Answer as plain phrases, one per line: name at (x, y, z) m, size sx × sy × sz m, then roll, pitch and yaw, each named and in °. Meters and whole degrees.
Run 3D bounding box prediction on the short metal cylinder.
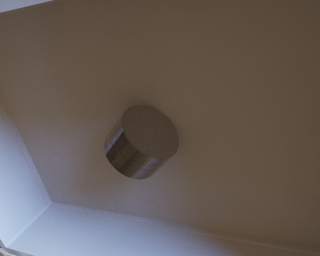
short metal cylinder at (-0.023, 0.018, 0.392) m, size 0.080 × 0.080 × 0.050 m, roll 41°, pitch 129°, yaw -1°
